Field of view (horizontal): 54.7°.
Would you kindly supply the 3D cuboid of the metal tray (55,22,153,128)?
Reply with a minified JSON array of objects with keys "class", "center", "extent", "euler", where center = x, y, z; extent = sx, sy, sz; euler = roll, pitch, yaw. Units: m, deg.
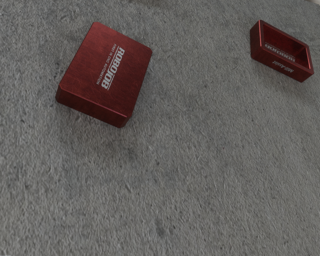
[{"class":"metal tray","center":[-0.068,-0.073,0.408],"extent":[0.090,0.030,0.130],"euler":[24,53,-14]}]

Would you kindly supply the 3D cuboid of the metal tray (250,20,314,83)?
[{"class":"metal tray","center":[0.245,-0.155,0.626],"extent":[0.131,0.030,0.090],"euler":[21,54,-16]}]
